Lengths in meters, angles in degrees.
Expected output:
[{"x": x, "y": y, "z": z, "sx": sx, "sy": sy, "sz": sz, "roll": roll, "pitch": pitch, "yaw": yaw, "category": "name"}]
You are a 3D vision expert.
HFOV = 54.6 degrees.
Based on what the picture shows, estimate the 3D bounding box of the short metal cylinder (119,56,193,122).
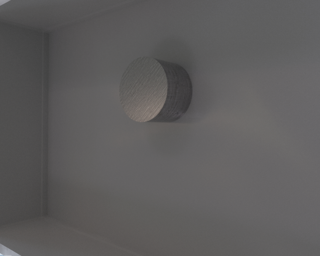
[{"x": -0.006, "y": -0.047, "z": 0.396, "sx": 0.080, "sy": 0.050, "sz": 0.080, "roll": 0, "pitch": 90, "yaw": 40, "category": "short metal cylinder"}]
